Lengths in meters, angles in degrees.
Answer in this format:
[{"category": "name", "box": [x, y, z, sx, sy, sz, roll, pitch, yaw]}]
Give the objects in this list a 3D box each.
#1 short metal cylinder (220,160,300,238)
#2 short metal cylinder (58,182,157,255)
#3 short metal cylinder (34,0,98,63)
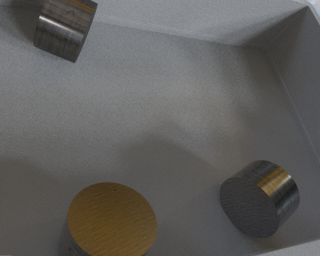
[{"category": "short metal cylinder", "box": [0.122, 0.086, 0.383, 0.050, 0.080, 0.080, -25, 76, -37]}, {"category": "short metal cylinder", "box": [-0.049, 0.098, 0.288, 0.081, 0.050, 0.080, 16, 37, -12]}, {"category": "short metal cylinder", "box": [-0.116, -0.128, 0.386, 0.050, 0.080, 0.080, 21, 54, -16]}]
